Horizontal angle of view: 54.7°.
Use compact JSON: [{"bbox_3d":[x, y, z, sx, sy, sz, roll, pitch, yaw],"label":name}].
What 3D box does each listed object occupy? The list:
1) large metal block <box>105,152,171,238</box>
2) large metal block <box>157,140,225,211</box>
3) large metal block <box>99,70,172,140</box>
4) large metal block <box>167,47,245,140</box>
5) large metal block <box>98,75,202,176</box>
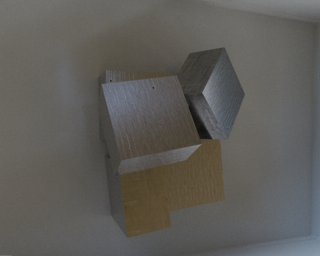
[{"bbox_3d":[-0.029,0.073,0.370,0.050,0.080,0.079,-7,93,-20],"label":"large metal block"},{"bbox_3d":[0.034,0.057,0.407,0.081,0.050,0.079,-6,92,-20],"label":"large metal block"},{"bbox_3d":[-0.031,-0.026,0.385,0.081,0.050,0.079,-1,91,-20],"label":"large metal block"},{"bbox_3d":[0.061,-0.042,0.392,0.080,0.050,0.080,55,50,-36],"label":"large metal block"},{"bbox_3d":[-0.014,-0.003,0.322,0.081,0.050,0.080,-10,68,-20],"label":"large metal block"}]
